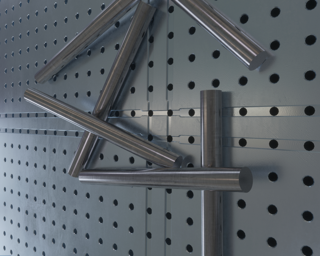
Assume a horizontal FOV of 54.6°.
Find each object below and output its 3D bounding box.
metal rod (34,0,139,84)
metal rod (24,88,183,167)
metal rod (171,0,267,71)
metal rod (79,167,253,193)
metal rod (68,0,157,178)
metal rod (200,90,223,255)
[{"bbox_3d":[-0.126,-0.144,0.508,0.299,0.025,0.025,-24,75,39],"label":"metal rod"},{"bbox_3d":[-0.100,-0.005,0.463,0.300,0.025,0.025,23,105,28],"label":"metal rod"},{"bbox_3d":[0.020,-0.174,0.393,0.300,0.025,0.025,52,120,27],"label":"metal rod"},{"bbox_3d":[-0.020,0.065,0.406,0.299,0.025,0.025,-9,85,46],"label":"metal rod"},{"bbox_3d":[-0.081,-0.046,0.477,0.025,0.025,0.298,42,115,32],"label":"metal rod"},{"bbox_3d":[0.060,0.106,0.360,0.025,0.025,0.298,-1,90,40],"label":"metal rod"}]
